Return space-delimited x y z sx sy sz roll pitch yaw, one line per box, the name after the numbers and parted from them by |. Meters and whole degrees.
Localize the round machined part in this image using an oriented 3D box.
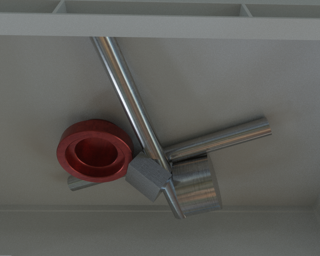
-0.084 0.026 0.418 0.099 0.042 0.097 -1 130 0 | round machined part

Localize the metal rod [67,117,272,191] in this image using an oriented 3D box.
0.004 0.041 0.443 0.301 0.025 0.025 -18 128 14 | metal rod

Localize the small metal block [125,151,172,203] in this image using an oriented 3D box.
-0.017 0.065 0.409 0.050 0.025 0.050 36 147 12 | small metal block

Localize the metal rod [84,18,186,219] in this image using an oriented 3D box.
-0.016 0.011 0.393 0.025 0.025 0.299 -15 122 12 | metal rod

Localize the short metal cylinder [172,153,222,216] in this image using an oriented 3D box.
0.054 0.080 0.440 0.050 0.080 0.080 -15 129 12 | short metal cylinder
